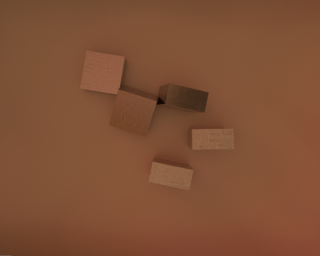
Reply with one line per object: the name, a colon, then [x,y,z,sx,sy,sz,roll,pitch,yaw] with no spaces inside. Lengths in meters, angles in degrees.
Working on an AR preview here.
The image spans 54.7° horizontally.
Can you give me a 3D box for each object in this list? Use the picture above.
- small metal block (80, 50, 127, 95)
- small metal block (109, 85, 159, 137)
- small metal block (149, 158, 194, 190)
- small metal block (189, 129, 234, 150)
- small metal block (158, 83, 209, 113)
small metal block: [-0.074,-0.071,0.411,0.050,0.025,0.050,9,90,0]
small metal block: [-0.033,-0.023,0.403,0.050,0.025,0.050,17,111,-1]
small metal block: [0.013,0.058,0.399,0.050,0.050,0.025,12,90,0]
small metal block: [0.064,0.013,0.399,0.050,0.050,0.025,-1,90,0]
small metal block: [0.027,-0.037,0.394,0.050,0.050,0.025,11,90,-14]
